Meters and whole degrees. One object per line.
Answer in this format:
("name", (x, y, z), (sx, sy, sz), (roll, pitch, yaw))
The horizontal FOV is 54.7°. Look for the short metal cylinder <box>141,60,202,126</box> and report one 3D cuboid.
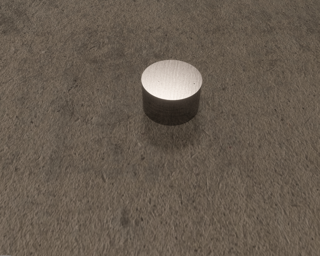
("short metal cylinder", (0.016, -0.049, 0.429), (0.081, 0.050, 0.080), (0, 50, 0))
